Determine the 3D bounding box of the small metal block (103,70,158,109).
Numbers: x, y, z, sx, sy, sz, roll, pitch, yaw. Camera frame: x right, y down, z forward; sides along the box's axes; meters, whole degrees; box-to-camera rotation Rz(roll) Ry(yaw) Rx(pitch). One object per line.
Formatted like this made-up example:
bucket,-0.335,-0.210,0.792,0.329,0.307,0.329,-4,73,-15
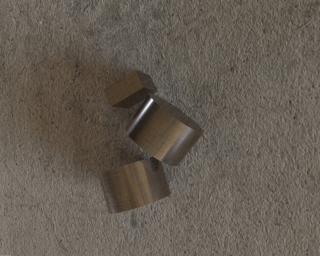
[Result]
small metal block,-0.037,-0.049,0.408,0.050,0.050,0.025,-28,81,17

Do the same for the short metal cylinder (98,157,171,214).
short metal cylinder,-0.032,0.070,0.390,0.080,0.080,0.050,-19,84,18

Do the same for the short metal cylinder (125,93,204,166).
short metal cylinder,0.006,0.001,0.377,0.080,0.080,0.050,39,102,15
